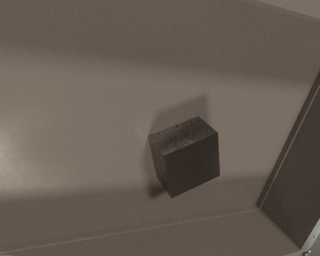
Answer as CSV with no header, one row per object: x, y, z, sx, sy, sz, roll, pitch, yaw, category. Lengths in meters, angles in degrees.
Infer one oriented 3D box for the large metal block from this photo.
0.036,0.040,0.439,0.081,0.050,0.080,-22,127,-16,large metal block
